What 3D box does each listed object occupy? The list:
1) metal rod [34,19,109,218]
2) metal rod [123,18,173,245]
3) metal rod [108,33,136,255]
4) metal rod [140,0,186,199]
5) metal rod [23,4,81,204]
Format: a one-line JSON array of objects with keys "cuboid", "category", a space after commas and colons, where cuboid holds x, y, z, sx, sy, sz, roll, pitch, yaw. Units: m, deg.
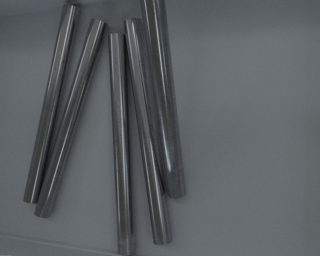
[{"cuboid": [-0.132, -0.010, 0.455, 0.025, 0.025, 0.298, 21, 97, 18], "category": "metal rod"}, {"cuboid": [-0.017, 0.002, 0.415, 0.025, 0.025, 0.298, -9, 87, 19], "category": "metal rod"}, {"cuboid": [-0.052, 0.021, 0.427, 0.025, 0.025, 0.298, -3, 89, 19], "category": "metal rod"}, {"cuboid": [0.003, -0.051, 0.345, 0.025, 0.025, 0.298, 1, 115, 20], "category": "metal rod"}, {"cuboid": [-0.163, -0.033, 0.466, 0.025, 0.025, 0.298, 15, 95, 19], "category": "metal rod"}]
